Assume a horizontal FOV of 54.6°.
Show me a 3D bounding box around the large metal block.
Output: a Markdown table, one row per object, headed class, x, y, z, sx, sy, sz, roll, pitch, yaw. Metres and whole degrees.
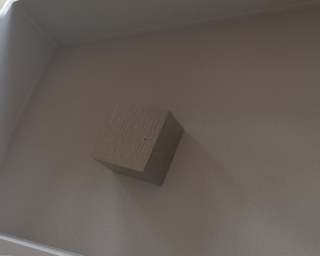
| class | x | y | z | sx | sy | sz | roll | pitch | yaw |
| --- | --- | --- | --- | --- | --- | --- | --- | --- | --- |
| large metal block | -0.027 | 0.019 | 0.393 | 0.080 | 0.050 | 0.080 | 10 | 67 | 32 |
